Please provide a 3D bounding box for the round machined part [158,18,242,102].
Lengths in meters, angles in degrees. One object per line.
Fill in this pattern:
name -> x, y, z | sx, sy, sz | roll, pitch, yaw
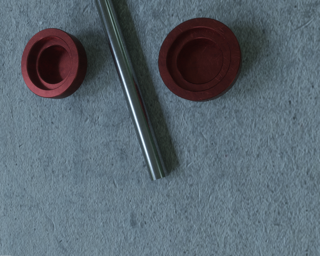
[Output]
round machined part -> 0.051, -0.080, 0.381 | 0.098, 0.042, 0.097 | 0, 90, 19

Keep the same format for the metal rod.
metal rod -> -0.045, -0.075, 0.423 | 0.025, 0.025, 0.299 | -20, 84, 18

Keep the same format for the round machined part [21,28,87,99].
round machined part -> -0.148, -0.091, 0.450 | 0.098, 0.042, 0.097 | 0, 90, 19
